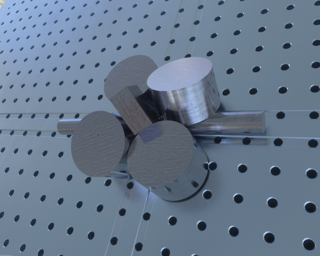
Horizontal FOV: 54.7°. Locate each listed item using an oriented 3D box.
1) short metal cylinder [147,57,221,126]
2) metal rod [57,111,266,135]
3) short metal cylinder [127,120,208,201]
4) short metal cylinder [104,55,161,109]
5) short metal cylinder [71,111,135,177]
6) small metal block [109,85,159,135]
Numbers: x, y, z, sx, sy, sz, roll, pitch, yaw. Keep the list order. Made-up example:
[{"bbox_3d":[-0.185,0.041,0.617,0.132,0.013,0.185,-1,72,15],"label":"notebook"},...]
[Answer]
[{"bbox_3d":[0.030,-0.046,0.383,0.080,0.050,0.080,-14,34,10],"label":"short metal cylinder"},{"bbox_3d":[-0.018,-0.004,0.415,0.300,0.025,0.025,-1,61,27],"label":"metal rod"},{"bbox_3d":[0.010,0.038,0.359,0.080,0.050,0.080,-13,56,21],"label":"short metal cylinder"},{"bbox_3d":[-0.031,-0.056,0.438,0.080,0.050,0.080,-13,56,21],"label":"short metal cylinder"},{"bbox_3d":[-0.064,0.022,0.392,0.080,0.050,0.080,-5,80,26],"label":"short metal cylinder"},{"bbox_3d":[-0.029,-0.023,0.371,0.025,0.050,0.050,-34,93,13],"label":"small metal block"}]
